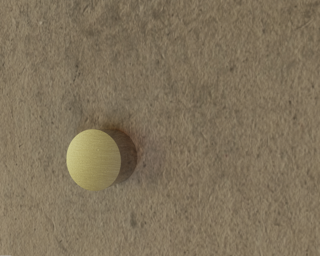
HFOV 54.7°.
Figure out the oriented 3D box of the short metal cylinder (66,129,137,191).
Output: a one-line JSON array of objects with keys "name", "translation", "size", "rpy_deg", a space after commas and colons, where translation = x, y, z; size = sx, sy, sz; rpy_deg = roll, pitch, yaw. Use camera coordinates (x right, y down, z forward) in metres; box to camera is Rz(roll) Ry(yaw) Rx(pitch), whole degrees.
[{"name": "short metal cylinder", "translation": [-0.078, 0.041, 0.422], "size": [0.080, 0.050, 0.079], "rpy_deg": [0, 90, 19]}]
